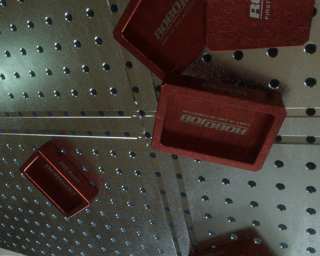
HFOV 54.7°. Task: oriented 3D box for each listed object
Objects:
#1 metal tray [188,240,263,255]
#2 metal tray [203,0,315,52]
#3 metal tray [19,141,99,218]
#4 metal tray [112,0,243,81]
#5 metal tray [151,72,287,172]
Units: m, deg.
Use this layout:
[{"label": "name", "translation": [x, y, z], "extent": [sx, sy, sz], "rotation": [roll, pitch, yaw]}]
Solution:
[{"label": "metal tray", "translation": [0.111, 0.233, 0.492], "extent": [0.130, 0.030, 0.090], "rotation": [-33, 100, 38]}, {"label": "metal tray", "translation": [0.083, -0.134, 0.260], "extent": [0.091, 0.030, 0.129], "rotation": [-3, 120, 3]}, {"label": "metal tray", "translation": [-0.184, 0.097, 0.561], "extent": [0.130, 0.030, 0.090], "rotation": [48, 128, -6]}, {"label": "metal tray", "translation": [0.017, -0.119, 0.323], "extent": [0.090, 0.030, 0.129], "rotation": [42, 129, -1]}, {"label": "metal tray", "translation": [0.061, -0.005, 0.349], "extent": [0.131, 0.030, 0.089], "rotation": [12, 126, 2]}]
